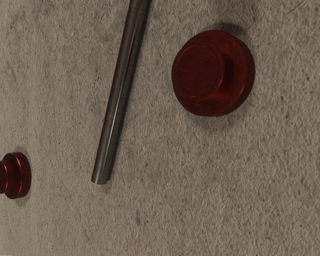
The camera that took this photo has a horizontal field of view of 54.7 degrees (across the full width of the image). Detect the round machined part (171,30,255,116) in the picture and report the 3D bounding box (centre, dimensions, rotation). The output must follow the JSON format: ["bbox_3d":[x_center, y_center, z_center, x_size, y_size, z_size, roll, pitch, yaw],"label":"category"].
[{"bbox_3d":[0.052,-0.062,0.350,0.098,0.042,0.097,0,90,39],"label":"round machined part"}]

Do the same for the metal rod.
[{"bbox_3d":[-0.058,-0.059,0.450,0.025,0.025,0.298,23,104,37],"label":"metal rod"}]

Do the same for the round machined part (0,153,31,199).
[{"bbox_3d":[-0.315,0.101,0.649,0.098,0.042,0.097,0,90,39],"label":"round machined part"}]
